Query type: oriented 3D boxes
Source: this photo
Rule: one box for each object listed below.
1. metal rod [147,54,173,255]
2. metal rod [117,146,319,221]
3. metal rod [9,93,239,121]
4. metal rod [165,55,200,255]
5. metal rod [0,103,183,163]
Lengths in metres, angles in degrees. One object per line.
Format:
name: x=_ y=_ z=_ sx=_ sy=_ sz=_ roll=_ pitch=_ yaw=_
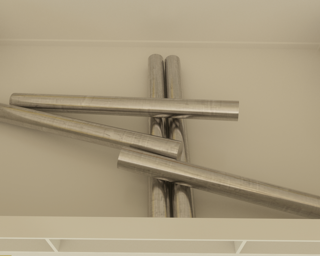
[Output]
metal rod: x=-0.003 y=0.007 z=0.395 sx=0.025 sy=0.025 sz=0.300 roll=-1 pitch=50 yaw=-1
metal rod: x=0.104 y=0.068 z=0.325 sx=0.302 sy=0.025 sz=0.025 roll=14 pitch=51 yaw=4
metal rod: x=-0.053 y=-0.028 z=0.401 sx=0.301 sy=0.025 sz=0.025 roll=3 pitch=50 yaw=11
metal rod: x=0.023 y=0.009 z=0.394 sx=0.025 sy=0.025 sz=0.300 roll=-1 pitch=50 yaw=-1
metal rod: x=-0.119 y=-0.002 z=0.387 sx=0.301 sy=0.025 sz=0.025 roll=12 pitch=51 yaw=16
